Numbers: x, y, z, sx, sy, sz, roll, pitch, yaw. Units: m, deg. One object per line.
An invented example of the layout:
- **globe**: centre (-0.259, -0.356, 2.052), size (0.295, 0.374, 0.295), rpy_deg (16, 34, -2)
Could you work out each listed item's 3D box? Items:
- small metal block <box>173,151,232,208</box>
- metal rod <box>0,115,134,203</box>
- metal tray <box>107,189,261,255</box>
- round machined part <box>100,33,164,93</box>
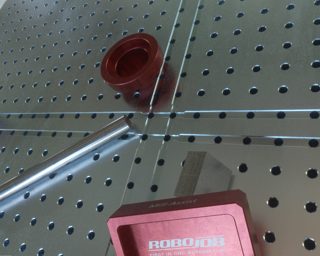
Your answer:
- **small metal block**: centre (0.047, 0.058, 0.329), size (0.025, 0.050, 0.050), rpy_deg (-3, 59, 47)
- **metal rod**: centre (-0.174, 0.063, 0.461), size (0.300, 0.025, 0.025), rpy_deg (-28, 52, 10)
- **metal tray**: centre (0.023, 0.113, 0.291), size (0.130, 0.030, 0.089), rpy_deg (-13, 96, 21)
- **round machined part**: centre (-0.038, -0.094, 0.476), size (0.098, 0.042, 0.098), rpy_deg (-13, 56, 21)
